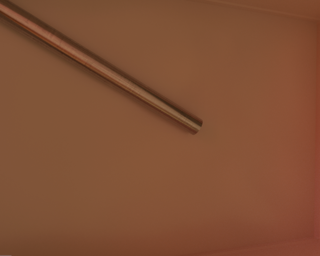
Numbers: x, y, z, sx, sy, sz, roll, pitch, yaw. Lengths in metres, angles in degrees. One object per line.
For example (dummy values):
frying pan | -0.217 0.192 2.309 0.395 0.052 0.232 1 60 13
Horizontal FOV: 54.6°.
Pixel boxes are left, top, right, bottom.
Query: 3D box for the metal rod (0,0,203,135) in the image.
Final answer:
metal rod | -0.073 -0.073 0.383 0.301 0.025 0.025 30 80 -18
